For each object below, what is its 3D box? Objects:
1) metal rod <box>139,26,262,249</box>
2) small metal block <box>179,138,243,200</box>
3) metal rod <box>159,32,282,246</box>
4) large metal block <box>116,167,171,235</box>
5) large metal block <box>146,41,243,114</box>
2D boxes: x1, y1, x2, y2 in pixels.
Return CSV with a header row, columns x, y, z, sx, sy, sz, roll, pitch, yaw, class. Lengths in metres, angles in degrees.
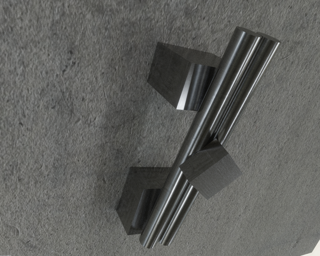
x,y,z,sx,sy,sz,roll,pitch,yaw,class
0.032,0.034,0.352,0.025,0.025,0.298,3,124,-30,metal rod
0.057,0.047,0.342,0.050,0.025,0.050,-38,135,4,small metal block
0.055,0.035,0.365,0.025,0.025,0.298,3,124,-30,metal rod
-0.009,0.104,0.451,0.081,0.050,0.079,5,116,-31,large metal block
0.042,-0.058,0.360,0.081,0.080,0.050,3,117,-30,large metal block
